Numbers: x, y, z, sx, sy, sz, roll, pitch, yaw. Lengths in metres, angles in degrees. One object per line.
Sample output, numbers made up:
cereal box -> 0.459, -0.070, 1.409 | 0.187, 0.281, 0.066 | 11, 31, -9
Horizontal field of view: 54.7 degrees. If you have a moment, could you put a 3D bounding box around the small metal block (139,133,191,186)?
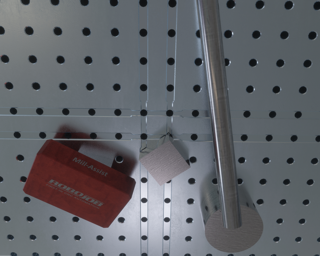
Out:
small metal block -> 0.006, 0.044, 0.430 | 0.050, 0.025, 0.050 | -34, 107, 11

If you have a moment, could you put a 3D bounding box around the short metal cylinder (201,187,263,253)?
short metal cylinder -> 0.102, 0.131, 0.449 | 0.081, 0.050, 0.079 | 0, 110, 0

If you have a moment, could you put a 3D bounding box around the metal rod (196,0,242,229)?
metal rod -> 0.073, -0.020, 0.378 | 0.025, 0.025, 0.298 | -8, 100, 3

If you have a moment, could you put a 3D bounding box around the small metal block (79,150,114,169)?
small metal block -> -0.098, 0.064, 0.436 | 0.050, 0.025, 0.050 | 18, 109, -7

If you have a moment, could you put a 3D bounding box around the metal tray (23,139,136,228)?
metal tray -> -0.111, 0.080, 0.425 | 0.131, 0.030, 0.089 | 28, 126, -10
